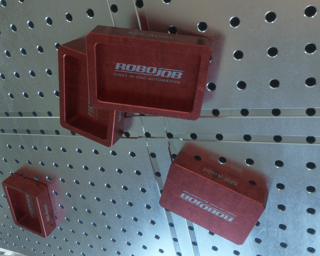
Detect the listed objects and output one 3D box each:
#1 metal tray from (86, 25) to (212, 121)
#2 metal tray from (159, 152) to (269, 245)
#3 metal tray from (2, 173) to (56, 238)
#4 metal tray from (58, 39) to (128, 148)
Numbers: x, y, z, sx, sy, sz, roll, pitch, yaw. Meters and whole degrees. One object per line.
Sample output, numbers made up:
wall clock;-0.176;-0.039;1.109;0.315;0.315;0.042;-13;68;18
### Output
metal tray;-0.014;-0.061;0.351;0.131;0.030;0.089;7;124;3
metal tray;0.070;0.098;0.431;0.130;0.030;0.089;24;127;13
metal tray;-0.273;0.164;0.649;0.090;0.030;0.129;15;125;19
metal tray;-0.093;-0.045;0.427;0.090;0.030;0.129;22;127;14
